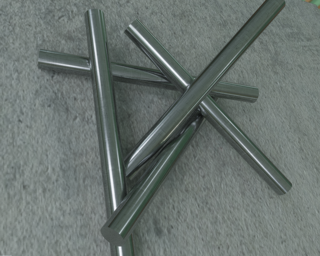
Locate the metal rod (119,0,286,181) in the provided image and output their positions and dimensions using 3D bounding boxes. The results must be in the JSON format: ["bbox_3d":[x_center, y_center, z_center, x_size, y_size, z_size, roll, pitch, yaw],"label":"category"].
[{"bbox_3d":[0.057,-0.057,0.382,0.025,0.025,0.300,42,79,0],"label":"metal rod"}]

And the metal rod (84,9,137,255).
[{"bbox_3d":[-0.058,-0.002,0.348,0.025,0.025,0.299,0,70,-29],"label":"metal rod"}]

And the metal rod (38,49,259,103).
[{"bbox_3d":[-0.003,-0.067,0.420,0.302,0.025,0.025,7,59,-17],"label":"metal rod"}]

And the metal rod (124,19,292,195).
[{"bbox_3d":[0.068,-0.023,0.409,0.300,0.025,0.025,46,50,-7],"label":"metal rod"}]

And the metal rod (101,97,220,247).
[{"bbox_3d":[0.025,0.017,0.384,0.025,0.025,0.301,41,44,-1],"label":"metal rod"}]
